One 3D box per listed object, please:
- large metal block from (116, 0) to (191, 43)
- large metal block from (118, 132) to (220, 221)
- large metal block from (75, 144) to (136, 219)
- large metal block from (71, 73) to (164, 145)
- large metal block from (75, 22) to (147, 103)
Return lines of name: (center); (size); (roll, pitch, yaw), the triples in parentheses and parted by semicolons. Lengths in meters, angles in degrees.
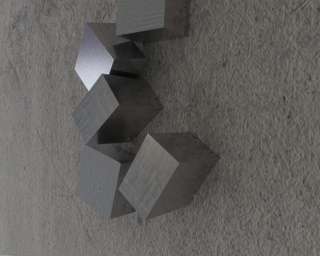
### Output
large metal block: (-0.008, -0.157, 0.396); (0.080, 0.050, 0.079); (5, 93, 39)
large metal block: (0.011, 0.052, 0.360); (0.050, 0.081, 0.080); (42, 116, 32)
large metal block: (-0.072, 0.072, 0.448); (0.080, 0.050, 0.079); (20, 103, 38)
large metal block: (-0.057, -0.023, 0.416); (0.080, 0.081, 0.050); (-45, 63, 30)
large metal block: (-0.073, -0.091, 0.437); (0.080, 0.050, 0.079); (54, 136, 26)
